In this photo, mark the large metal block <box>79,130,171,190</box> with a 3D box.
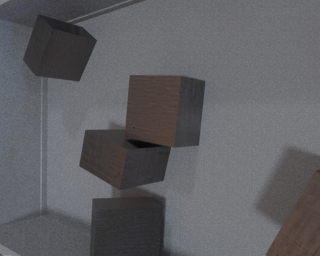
[{"bbox_3d":[-0.045,0.037,0.409,0.080,0.081,0.050,20,103,38],"label":"large metal block"}]

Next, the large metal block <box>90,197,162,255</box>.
[{"bbox_3d":[-0.046,0.136,0.399,0.050,0.081,0.079,-172,84,-72],"label":"large metal block"}]

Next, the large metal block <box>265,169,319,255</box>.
[{"bbox_3d":[0.142,0.078,0.254,0.050,0.081,0.079,34,111,35],"label":"large metal block"}]

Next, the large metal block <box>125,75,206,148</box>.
[{"bbox_3d":[0.005,-0.023,0.386,0.080,0.050,0.079,9,96,39],"label":"large metal block"}]

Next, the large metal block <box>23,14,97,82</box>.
[{"bbox_3d":[-0.163,-0.127,0.506,0.050,0.081,0.080,45,117,30],"label":"large metal block"}]
